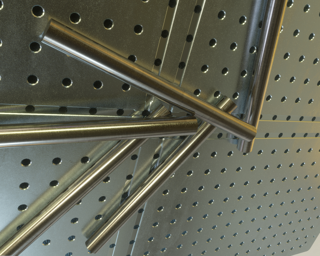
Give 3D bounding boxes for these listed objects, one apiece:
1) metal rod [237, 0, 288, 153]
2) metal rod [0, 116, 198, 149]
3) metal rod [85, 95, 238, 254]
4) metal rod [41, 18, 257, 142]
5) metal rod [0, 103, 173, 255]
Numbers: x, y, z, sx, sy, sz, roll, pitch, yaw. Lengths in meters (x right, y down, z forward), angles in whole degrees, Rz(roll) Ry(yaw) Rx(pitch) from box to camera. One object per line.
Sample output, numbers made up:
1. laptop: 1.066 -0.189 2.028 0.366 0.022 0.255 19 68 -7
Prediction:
1. metal rod: 0.146 -0.094 0.434 0.025 0.025 0.298 -11 124 -23
2. metal rod: -0.099 0.005 0.342 0.303 0.025 0.025 -3 120 -21
3. metal rod: 0.000 0.070 0.456 0.300 0.025 0.025 -47 130 4
4. metal rod: 0.011 -0.043 0.372 0.302 0.025 0.025 23 106 -31
5. metal rod: -0.102 0.077 0.403 0.300 0.025 0.025 -42 130 0
